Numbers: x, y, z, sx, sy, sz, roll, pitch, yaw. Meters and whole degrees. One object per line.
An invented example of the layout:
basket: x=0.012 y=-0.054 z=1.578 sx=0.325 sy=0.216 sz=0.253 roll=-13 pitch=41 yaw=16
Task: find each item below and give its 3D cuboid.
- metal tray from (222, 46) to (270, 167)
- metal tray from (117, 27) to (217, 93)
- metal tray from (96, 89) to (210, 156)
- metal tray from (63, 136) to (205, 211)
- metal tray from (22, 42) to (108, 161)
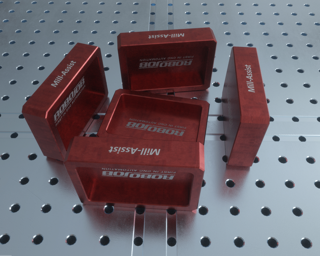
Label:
metal tray: x=0.103 y=-0.029 z=0.390 sx=0.030 sy=0.090 sz=0.130 roll=4 pitch=50 yaw=3
metal tray: x=0.009 y=-0.093 z=0.443 sx=0.131 sy=0.090 sz=0.030 roll=-5 pitch=50 yaw=-4
metal tray: x=-0.005 y=-0.003 z=0.406 sx=0.131 sy=0.030 sz=0.090 roll=9 pitch=50 yaw=7
metal tray: x=-0.023 y=0.050 z=0.324 sx=0.131 sy=0.090 sz=0.030 roll=3 pitch=50 yaw=3
metal tray: x=-0.111 y=-0.035 z=0.394 sx=0.030 sy=0.090 sz=0.130 roll=14 pitch=51 yaw=12
